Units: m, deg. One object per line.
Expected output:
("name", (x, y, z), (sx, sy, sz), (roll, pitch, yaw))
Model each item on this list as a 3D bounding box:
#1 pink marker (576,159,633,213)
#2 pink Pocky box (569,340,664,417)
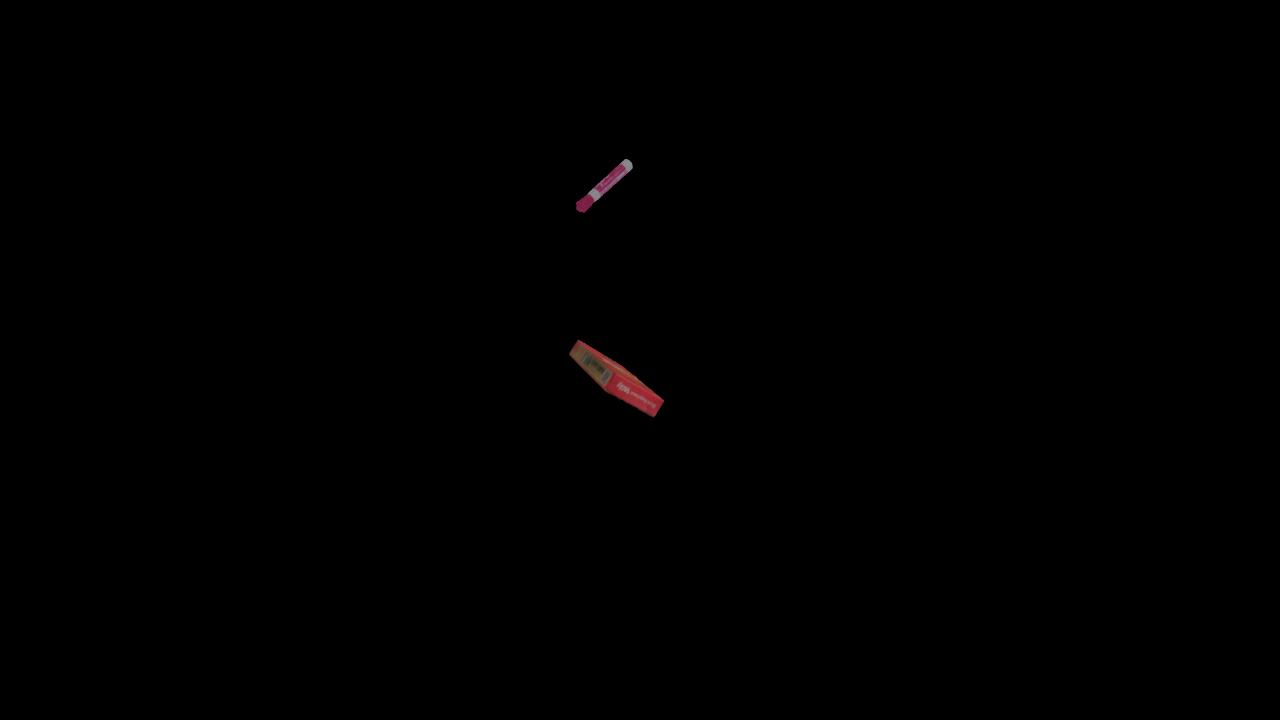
("pink marker", (-0.055, -0.266, 0.941), (0.121, 0.020, 0.020), (-48, 23, -23))
("pink Pocky box", (-0.035, 0.022, 0.832), (0.084, 0.029, 0.155), (31, 3, -29))
